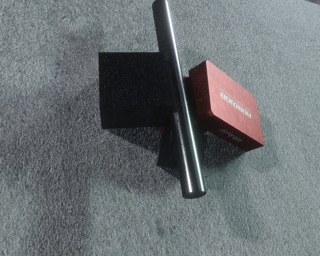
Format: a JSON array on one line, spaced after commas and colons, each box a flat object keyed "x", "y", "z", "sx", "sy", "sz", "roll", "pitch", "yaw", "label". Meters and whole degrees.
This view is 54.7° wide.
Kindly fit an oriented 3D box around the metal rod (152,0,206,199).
[{"x": 0.018, "y": -0.058, "z": 0.397, "sx": 0.025, "sy": 0.025, "sz": 0.299, "roll": 8, "pitch": 56, "yaw": -24, "label": "metal rod"}]

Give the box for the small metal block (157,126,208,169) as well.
[{"x": 0.028, "y": 0.028, "z": 0.390, "sx": 0.050, "sy": 0.025, "sz": 0.050, "roll": 14, "pitch": 81, "yaw": -20, "label": "small metal block"}]

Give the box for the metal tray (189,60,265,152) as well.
[{"x": 0.097, "y": -0.028, "z": 0.442, "sx": 0.131, "sy": 0.030, "sz": 0.090, "roll": 26, "pitch": 51, "yaw": -38, "label": "metal tray"}]

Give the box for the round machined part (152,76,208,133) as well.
[{"x": 0.034, "y": -0.033, "z": 0.432, "sx": 0.099, "sy": 0.042, "sz": 0.098, "roll": 14, "pitch": 56, "yaw": -21, "label": "round machined part"}]

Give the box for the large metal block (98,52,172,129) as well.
[{"x": -0.034, "y": -0.047, "z": 0.386, "sx": 0.081, "sy": 0.050, "sz": 0.080, "roll": -2, "pitch": 61, "yaw": -9, "label": "large metal block"}]
